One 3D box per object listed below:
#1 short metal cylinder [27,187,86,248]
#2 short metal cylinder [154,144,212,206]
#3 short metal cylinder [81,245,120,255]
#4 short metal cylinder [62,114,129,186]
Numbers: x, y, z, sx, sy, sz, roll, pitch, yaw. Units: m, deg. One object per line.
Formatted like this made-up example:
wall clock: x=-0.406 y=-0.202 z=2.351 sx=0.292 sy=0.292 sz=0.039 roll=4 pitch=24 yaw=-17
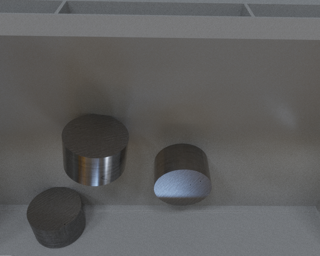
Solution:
short metal cylinder: x=-0.163 y=0.141 z=0.491 sx=0.081 sy=0.080 sz=0.050 roll=1 pitch=130 yaw=-1
short metal cylinder: x=0.032 y=0.069 z=0.451 sx=0.081 sy=0.050 sz=0.079 roll=0 pitch=130 yaw=0
short metal cylinder: x=-0.124 y=0.283 z=0.635 sx=0.081 sy=0.050 sz=0.079 roll=0 pitch=130 yaw=0
short metal cylinder: x=-0.082 y=0.027 z=0.395 sx=0.081 sy=0.080 sz=0.050 roll=7 pitch=130 yaw=-6
